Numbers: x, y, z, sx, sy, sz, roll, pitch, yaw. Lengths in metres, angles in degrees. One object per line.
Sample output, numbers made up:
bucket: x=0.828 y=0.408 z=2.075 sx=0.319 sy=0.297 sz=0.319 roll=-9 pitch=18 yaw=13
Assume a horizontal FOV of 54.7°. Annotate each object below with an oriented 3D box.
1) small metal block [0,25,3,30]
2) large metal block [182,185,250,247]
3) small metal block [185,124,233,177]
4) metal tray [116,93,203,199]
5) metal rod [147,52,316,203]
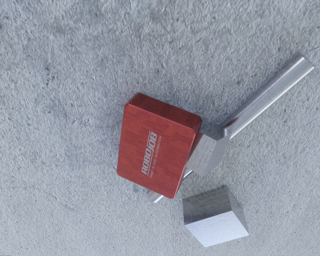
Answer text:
small metal block: x=-0.202 y=-0.106 z=0.314 sx=0.050 sy=0.025 sz=0.050 roll=-24 pitch=127 yaw=19
large metal block: x=0.093 y=0.149 z=0.520 sx=0.080 sy=0.050 sz=0.080 roll=-23 pitch=127 yaw=18
small metal block: x=0.062 y=0.027 z=0.388 sx=0.025 sy=0.050 sz=0.050 roll=29 pitch=115 yaw=25
metal tray: x=-0.006 y=0.027 z=0.405 sx=0.090 sy=0.030 sz=0.129 roll=22 pitch=131 yaw=11
metal rod: x=0.077 y=0.017 z=0.422 sx=0.025 sy=0.025 sz=0.299 roll=29 pitch=124 yaw=-23
